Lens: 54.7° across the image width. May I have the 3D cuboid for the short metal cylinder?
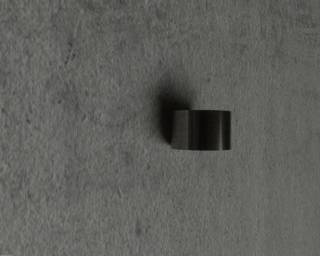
[{"bbox_3d":[0.055,0.003,0.417,0.081,0.080,0.050,1,90,-40],"label":"short metal cylinder"}]
